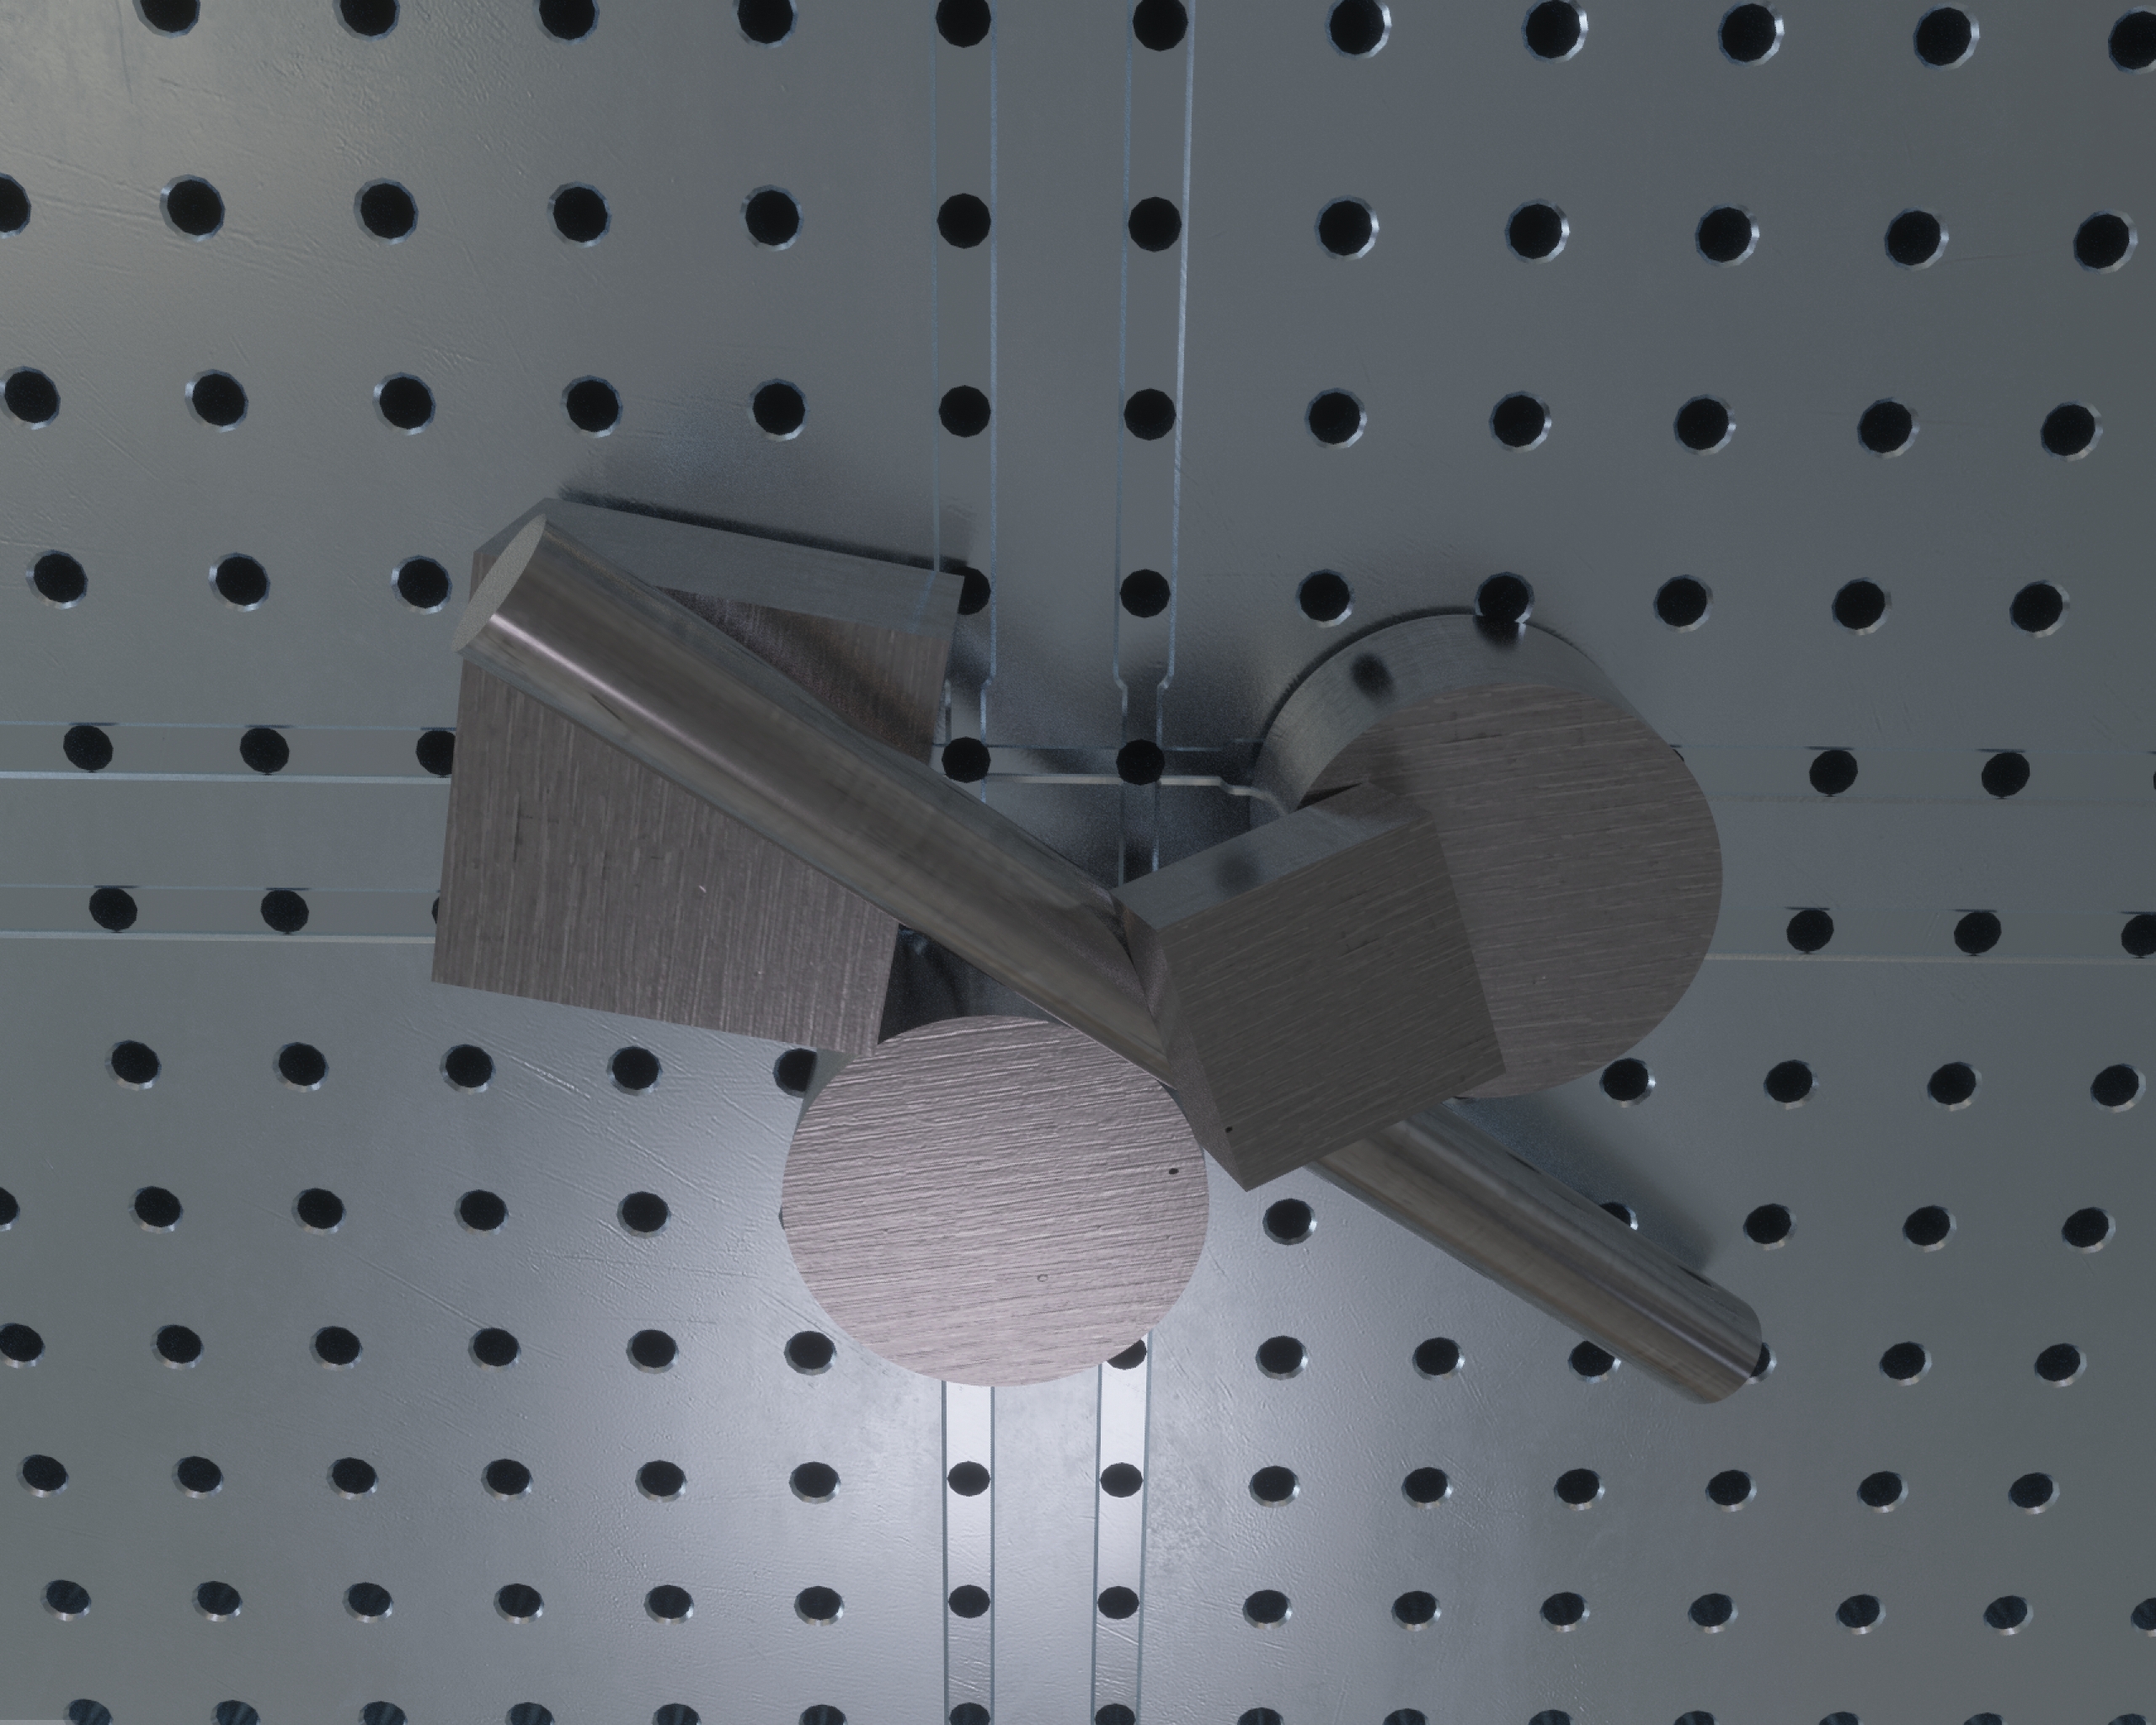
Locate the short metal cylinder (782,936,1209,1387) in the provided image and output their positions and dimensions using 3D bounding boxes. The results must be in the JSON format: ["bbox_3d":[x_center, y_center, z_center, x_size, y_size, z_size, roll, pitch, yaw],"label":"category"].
[{"bbox_3d":[-0.015,0.056,0.417,0.081,0.050,0.079,0,110,0],"label":"short metal cylinder"}]

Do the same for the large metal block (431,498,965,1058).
[{"bbox_3d":[-0.069,-0.017,0.387,0.081,0.050,0.079,10,110,-4],"label":"large metal block"}]

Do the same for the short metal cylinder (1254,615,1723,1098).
[{"bbox_3d":[0.075,-0.002,0.396,0.081,0.050,0.079,0,110,0],"label":"short metal cylinder"}]

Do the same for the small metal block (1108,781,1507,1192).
[{"bbox_3d":[0.039,0.020,0.357,0.050,0.025,0.050,-23,109,-11],"label":"small metal block"}]

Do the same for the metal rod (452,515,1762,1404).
[{"bbox_3d":[0.025,0.031,0.384,0.301,0.025,0.025,33,107,-27],"label":"metal rod"}]
